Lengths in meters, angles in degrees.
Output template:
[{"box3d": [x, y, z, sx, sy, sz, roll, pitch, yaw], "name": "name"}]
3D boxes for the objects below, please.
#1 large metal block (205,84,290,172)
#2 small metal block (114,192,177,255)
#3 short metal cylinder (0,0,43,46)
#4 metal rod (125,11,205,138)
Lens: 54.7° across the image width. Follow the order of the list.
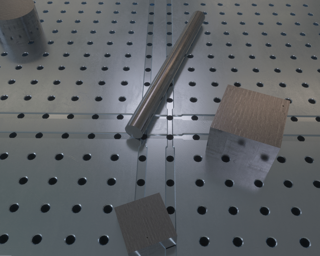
[{"box3d": [0.111, -0.002, 0.394, 0.080, 0.050, 0.080, 18, 52, 14], "name": "large metal block"}, {"box3d": [-0.015, 0.102, 0.322, 0.050, 0.025, 0.050, -16, 52, -13], "name": "small metal block"}, {"box3d": [-0.257, -0.191, 0.550, 0.081, 0.050, 0.080, 0, 50, 0], "name": "short metal cylinder"}, {"box3d": [0.019, -0.102, 0.493, 0.025, 0.025, 0.301, 16, 52, 13], "name": "metal rod"}]
